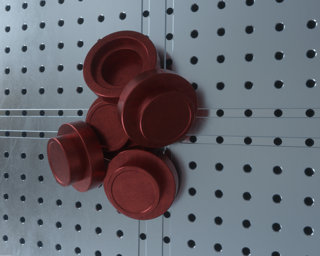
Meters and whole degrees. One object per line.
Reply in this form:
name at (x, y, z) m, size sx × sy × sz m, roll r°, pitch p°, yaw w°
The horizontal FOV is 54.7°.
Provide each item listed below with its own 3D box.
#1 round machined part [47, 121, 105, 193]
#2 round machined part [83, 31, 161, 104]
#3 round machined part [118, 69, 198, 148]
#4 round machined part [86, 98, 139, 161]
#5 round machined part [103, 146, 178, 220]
round machined part at (-0.119, 0.041, 0.419) m, size 0.098 × 0.042 × 0.097 m, roll 20°, pitch 117°, yaw 45°
round machined part at (-0.047, -0.075, 0.407) m, size 0.098 × 0.042 × 0.098 m, roll -5°, pitch 68°, yaw 12°
round machined part at (0.002, -0.018, 0.371) m, size 0.098 × 0.099 × 0.042 m, roll -58°, pitch 33°, yaw 11°
round machined part at (-0.061, -0.003, 0.423) m, size 0.098 × 0.042 × 0.097 m, roll 0°, pitch 90°, yaw 19°
round machined part at (-0.028, 0.075, 0.399) m, size 0.098 × 0.042 × 0.097 m, roll 3°, pitch 102°, yaw 13°
